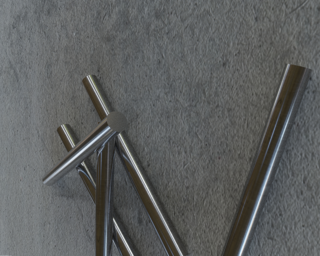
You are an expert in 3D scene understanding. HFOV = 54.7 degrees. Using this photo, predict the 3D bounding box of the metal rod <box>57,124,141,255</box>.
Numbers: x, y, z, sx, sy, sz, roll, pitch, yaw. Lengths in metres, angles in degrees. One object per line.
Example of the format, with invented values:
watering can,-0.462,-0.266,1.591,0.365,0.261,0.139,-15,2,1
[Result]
metal rod,-0.091,0.112,0.480,0.025,0.025,0.299,-50,61,28

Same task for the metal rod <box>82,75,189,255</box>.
metal rod,-0.044,0.043,0.441,0.025,0.025,0.299,-44,64,31

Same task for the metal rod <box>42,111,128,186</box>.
metal rod,-0.127,0.044,0.461,0.299,0.025,0.025,-33,69,51

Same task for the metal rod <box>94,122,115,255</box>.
metal rod,-0.079,0.141,0.436,0.025,0.025,0.298,3,92,40

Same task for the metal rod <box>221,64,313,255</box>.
metal rod,0.095,0.083,0.326,0.025,0.025,0.298,24,105,37
